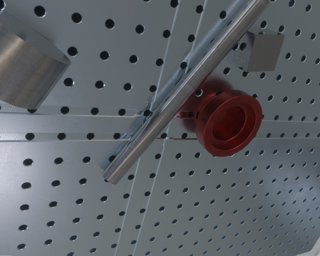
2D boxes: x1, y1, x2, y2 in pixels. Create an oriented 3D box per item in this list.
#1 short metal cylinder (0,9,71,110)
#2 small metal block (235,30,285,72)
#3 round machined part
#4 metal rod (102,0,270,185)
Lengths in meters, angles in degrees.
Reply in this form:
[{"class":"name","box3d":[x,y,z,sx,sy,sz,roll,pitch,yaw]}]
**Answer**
[{"class":"short metal cylinder","box3d":[-0.127,-0.060,0.269,0.080,0.080,0.050,32,101,-38]},{"class":"small metal block","box3d":[0.135,-0.105,0.420,0.050,0.025,0.050,-7,122,-25]},{"class":"round machined part","box3d":[0.094,-0.010,0.446,0.099,0.042,0.097,-14,124,-21]},{"class":"metal rod","box3d":[0.029,-0.046,0.398,0.299,0.025,0.025,-50,129,7]}]
